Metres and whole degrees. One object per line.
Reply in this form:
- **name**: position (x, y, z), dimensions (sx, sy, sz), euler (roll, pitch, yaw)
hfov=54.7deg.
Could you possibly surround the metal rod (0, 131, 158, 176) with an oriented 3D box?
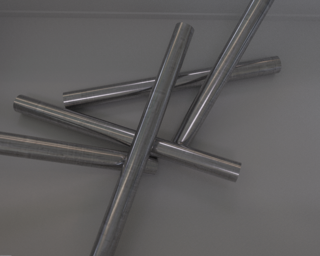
- **metal rod**: position (-0.146, 0.021, 0.340), dimensions (0.302, 0.025, 0.025), euler (11, 69, -21)

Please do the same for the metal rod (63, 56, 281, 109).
- **metal rod**: position (0.020, -0.064, 0.432), dimensions (0.302, 0.025, 0.025), euler (-10, 71, -4)

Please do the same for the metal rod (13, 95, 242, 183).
- **metal rod**: position (-0.049, 0.010, 0.395), dimensions (0.301, 0.025, 0.025), euler (17, 71, 10)

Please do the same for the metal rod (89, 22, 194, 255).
- **metal rod**: position (-0.017, 0.010, 0.364), dimensions (0.025, 0.025, 0.299), euler (18, 78, 6)

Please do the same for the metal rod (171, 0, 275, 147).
- **metal rod**: position (0.097, -0.107, 0.381), dimensions (0.025, 0.025, 0.299), euler (31, 99, 10)
